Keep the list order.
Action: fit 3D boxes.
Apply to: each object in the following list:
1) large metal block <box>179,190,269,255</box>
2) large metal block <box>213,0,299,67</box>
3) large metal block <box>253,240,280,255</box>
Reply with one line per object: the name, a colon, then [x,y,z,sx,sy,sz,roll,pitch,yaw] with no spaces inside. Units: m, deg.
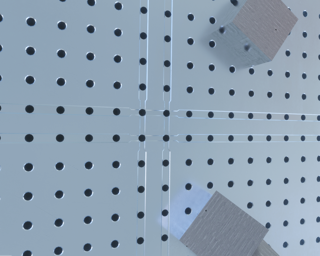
large metal block: [0.083,0.144,0.413,0.080,0.050,0.080,36,76,16]
large metal block: [0.139,-0.149,0.452,0.080,0.050,0.080,38,78,-17]
large metal block: [0.139,0.216,0.430,0.080,0.080,0.050,-29,136,-18]
